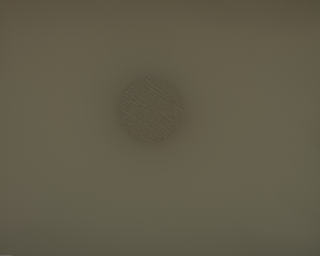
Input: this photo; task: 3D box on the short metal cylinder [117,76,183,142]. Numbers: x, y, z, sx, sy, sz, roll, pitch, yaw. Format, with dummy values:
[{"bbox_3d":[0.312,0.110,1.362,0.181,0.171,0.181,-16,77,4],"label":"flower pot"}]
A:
[{"bbox_3d":[-0.012,-0.023,0.399,0.080,0.050,0.080,0,90,0],"label":"short metal cylinder"}]
